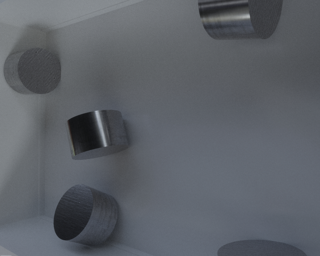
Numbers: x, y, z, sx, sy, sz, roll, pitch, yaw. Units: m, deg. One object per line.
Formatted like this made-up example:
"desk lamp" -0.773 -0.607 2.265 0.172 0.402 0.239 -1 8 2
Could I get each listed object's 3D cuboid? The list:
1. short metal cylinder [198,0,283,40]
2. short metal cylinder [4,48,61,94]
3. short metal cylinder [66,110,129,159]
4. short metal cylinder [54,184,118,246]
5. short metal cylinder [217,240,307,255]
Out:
"short metal cylinder" 0.081 -0.128 0.303 0.050 0.081 0.079 12 98 39
"short metal cylinder" -0.228 -0.100 0.555 0.050 0.081 0.079 4 92 40
"short metal cylinder" -0.089 0.011 0.442 0.080 0.081 0.050 -23 76 37
"short metal cylinder" -0.110 0.129 0.459 0.080 0.050 0.080 -20 53 29
"short metal cylinder" 0.096 0.143 0.291 0.080 0.081 0.050 -5 87 39
